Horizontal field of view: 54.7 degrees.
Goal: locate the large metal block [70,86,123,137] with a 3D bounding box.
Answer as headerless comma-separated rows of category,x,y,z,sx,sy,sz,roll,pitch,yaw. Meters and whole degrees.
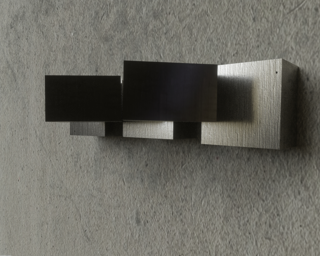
large metal block,-0.089,-0.029,0.461,0.080,0.050,0.079,1,90,39

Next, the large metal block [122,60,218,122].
large metal block,0.005,-0.031,0.302,0.080,0.081,0.050,-172,84,-84

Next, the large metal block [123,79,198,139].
large metal block,0.000,-0.028,0.389,0.080,0.050,0.079,1,91,39

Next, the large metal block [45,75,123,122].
large metal block,-0.086,-0.032,0.374,0.081,0.080,0.050,-1,90,-6

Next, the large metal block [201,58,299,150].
large metal block,0.091,-0.022,0.315,0.080,0.050,0.079,2,91,39
